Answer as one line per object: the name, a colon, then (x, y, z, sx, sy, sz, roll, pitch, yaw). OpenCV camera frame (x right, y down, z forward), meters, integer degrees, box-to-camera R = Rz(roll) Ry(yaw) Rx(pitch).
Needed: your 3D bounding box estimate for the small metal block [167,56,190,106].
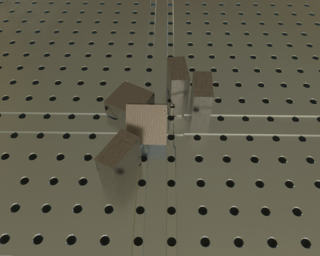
small metal block: (0.025, -0.067, 0.449, 0.025, 0.050, 0.050, -5, 50, -4)

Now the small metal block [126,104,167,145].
small metal block: (-0.016, -0.006, 0.394, 0.050, 0.050, 0.025, 1, 9, 1)

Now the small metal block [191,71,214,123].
small metal block: (0.057, -0.043, 0.428, 0.025, 0.050, 0.050, 2, 50, 2)

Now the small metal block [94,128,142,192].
small metal block: (-0.047, 0.038, 0.360, 0.025, 0.050, 0.050, 25, 54, 19)

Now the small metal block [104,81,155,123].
small metal block: (-0.042, -0.034, 0.437, 0.050, 0.025, 0.050, 24, 54, 19)
